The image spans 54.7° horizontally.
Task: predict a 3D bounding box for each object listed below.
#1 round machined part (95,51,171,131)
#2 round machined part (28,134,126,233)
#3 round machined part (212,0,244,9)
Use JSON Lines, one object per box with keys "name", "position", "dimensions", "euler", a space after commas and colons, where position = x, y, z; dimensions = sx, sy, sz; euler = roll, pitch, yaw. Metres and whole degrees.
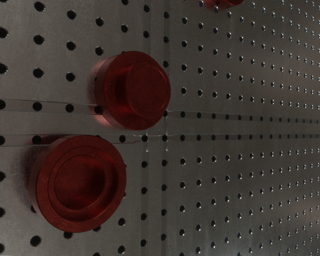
{"name": "round machined part", "position": [-0.025, -0.046, 0.378], "dimensions": [0.099, 0.042, 0.097], "euler": [0, 90, -40]}
{"name": "round machined part", "position": [-0.088, 0.055, 0.326], "dimensions": [0.099, 0.042, 0.097], "euler": [0, 90, -40]}
{"name": "round machined part", "position": [0.115, -0.247, 0.496], "dimensions": [0.099, 0.042, 0.097], "euler": [0, 90, -40]}
